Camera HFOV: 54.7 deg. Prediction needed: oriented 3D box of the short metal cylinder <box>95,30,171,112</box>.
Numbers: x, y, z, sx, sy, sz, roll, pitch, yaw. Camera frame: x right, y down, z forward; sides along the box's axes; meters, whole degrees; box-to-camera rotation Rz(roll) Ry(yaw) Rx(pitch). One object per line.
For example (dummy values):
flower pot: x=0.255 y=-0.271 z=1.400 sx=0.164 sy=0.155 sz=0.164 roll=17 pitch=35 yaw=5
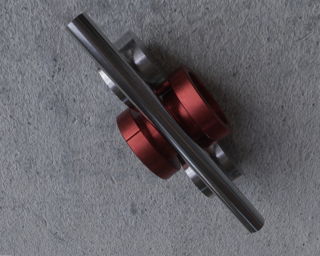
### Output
short metal cylinder: x=-0.028 y=-0.065 z=0.357 sx=0.050 sy=0.080 sz=0.080 roll=-37 pitch=106 yaw=12

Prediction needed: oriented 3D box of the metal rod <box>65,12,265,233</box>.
metal rod: x=0.018 y=0.007 z=0.329 sx=0.025 sy=0.025 sz=0.300 roll=-38 pitch=106 yaw=12

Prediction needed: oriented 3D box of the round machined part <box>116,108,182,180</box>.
round machined part: x=-0.004 y=0.011 z=0.375 sx=0.042 sy=0.098 sz=0.098 roll=-39 pitch=106 yaw=9

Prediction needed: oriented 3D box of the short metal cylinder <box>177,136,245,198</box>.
short metal cylinder: x=0.064 y=0.043 z=0.398 sx=0.050 sy=0.080 sz=0.080 roll=-37 pitch=106 yaw=12

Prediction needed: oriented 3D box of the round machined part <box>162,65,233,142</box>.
round machined part: x=0.040 y=-0.023 z=0.364 sx=0.042 sy=0.098 sz=0.098 roll=-36 pitch=107 yaw=17
